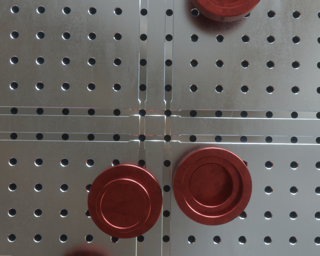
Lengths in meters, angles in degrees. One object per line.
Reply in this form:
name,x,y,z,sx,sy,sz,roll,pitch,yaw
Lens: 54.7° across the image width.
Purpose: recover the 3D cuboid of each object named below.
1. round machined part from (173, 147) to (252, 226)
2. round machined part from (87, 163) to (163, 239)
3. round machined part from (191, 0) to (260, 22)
round machined part,0.066,0.073,0.406,0.099,0.042,0.097,0,90,-1
round machined part,-0.046,0.097,0.404,0.099,0.042,0.097,0,90,-1
round machined part,0.085,-0.188,0.406,0.099,0.042,0.097,0,90,-1
